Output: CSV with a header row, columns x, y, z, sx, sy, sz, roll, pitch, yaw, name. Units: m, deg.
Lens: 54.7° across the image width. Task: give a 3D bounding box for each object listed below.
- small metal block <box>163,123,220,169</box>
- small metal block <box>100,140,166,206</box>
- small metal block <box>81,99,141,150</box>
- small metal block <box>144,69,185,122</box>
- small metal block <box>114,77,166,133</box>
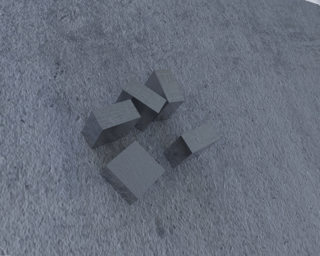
x,y,z,sx,sy,sz,roll,pitch,yaw,name
0.040,0.023,0.395,0.050,0.050,0.025,-22,74,-36,small metal block
-0.031,0.051,0.356,0.050,0.025,0.050,46,51,3,small metal block
-0.057,-0.004,0.359,0.050,0.050,0.025,-21,73,-36,small metal block
0.002,-0.043,0.415,0.025,0.050,0.050,-10,67,-33,small metal block
-0.028,-0.028,0.389,0.050,0.050,0.025,34,51,-6,small metal block
